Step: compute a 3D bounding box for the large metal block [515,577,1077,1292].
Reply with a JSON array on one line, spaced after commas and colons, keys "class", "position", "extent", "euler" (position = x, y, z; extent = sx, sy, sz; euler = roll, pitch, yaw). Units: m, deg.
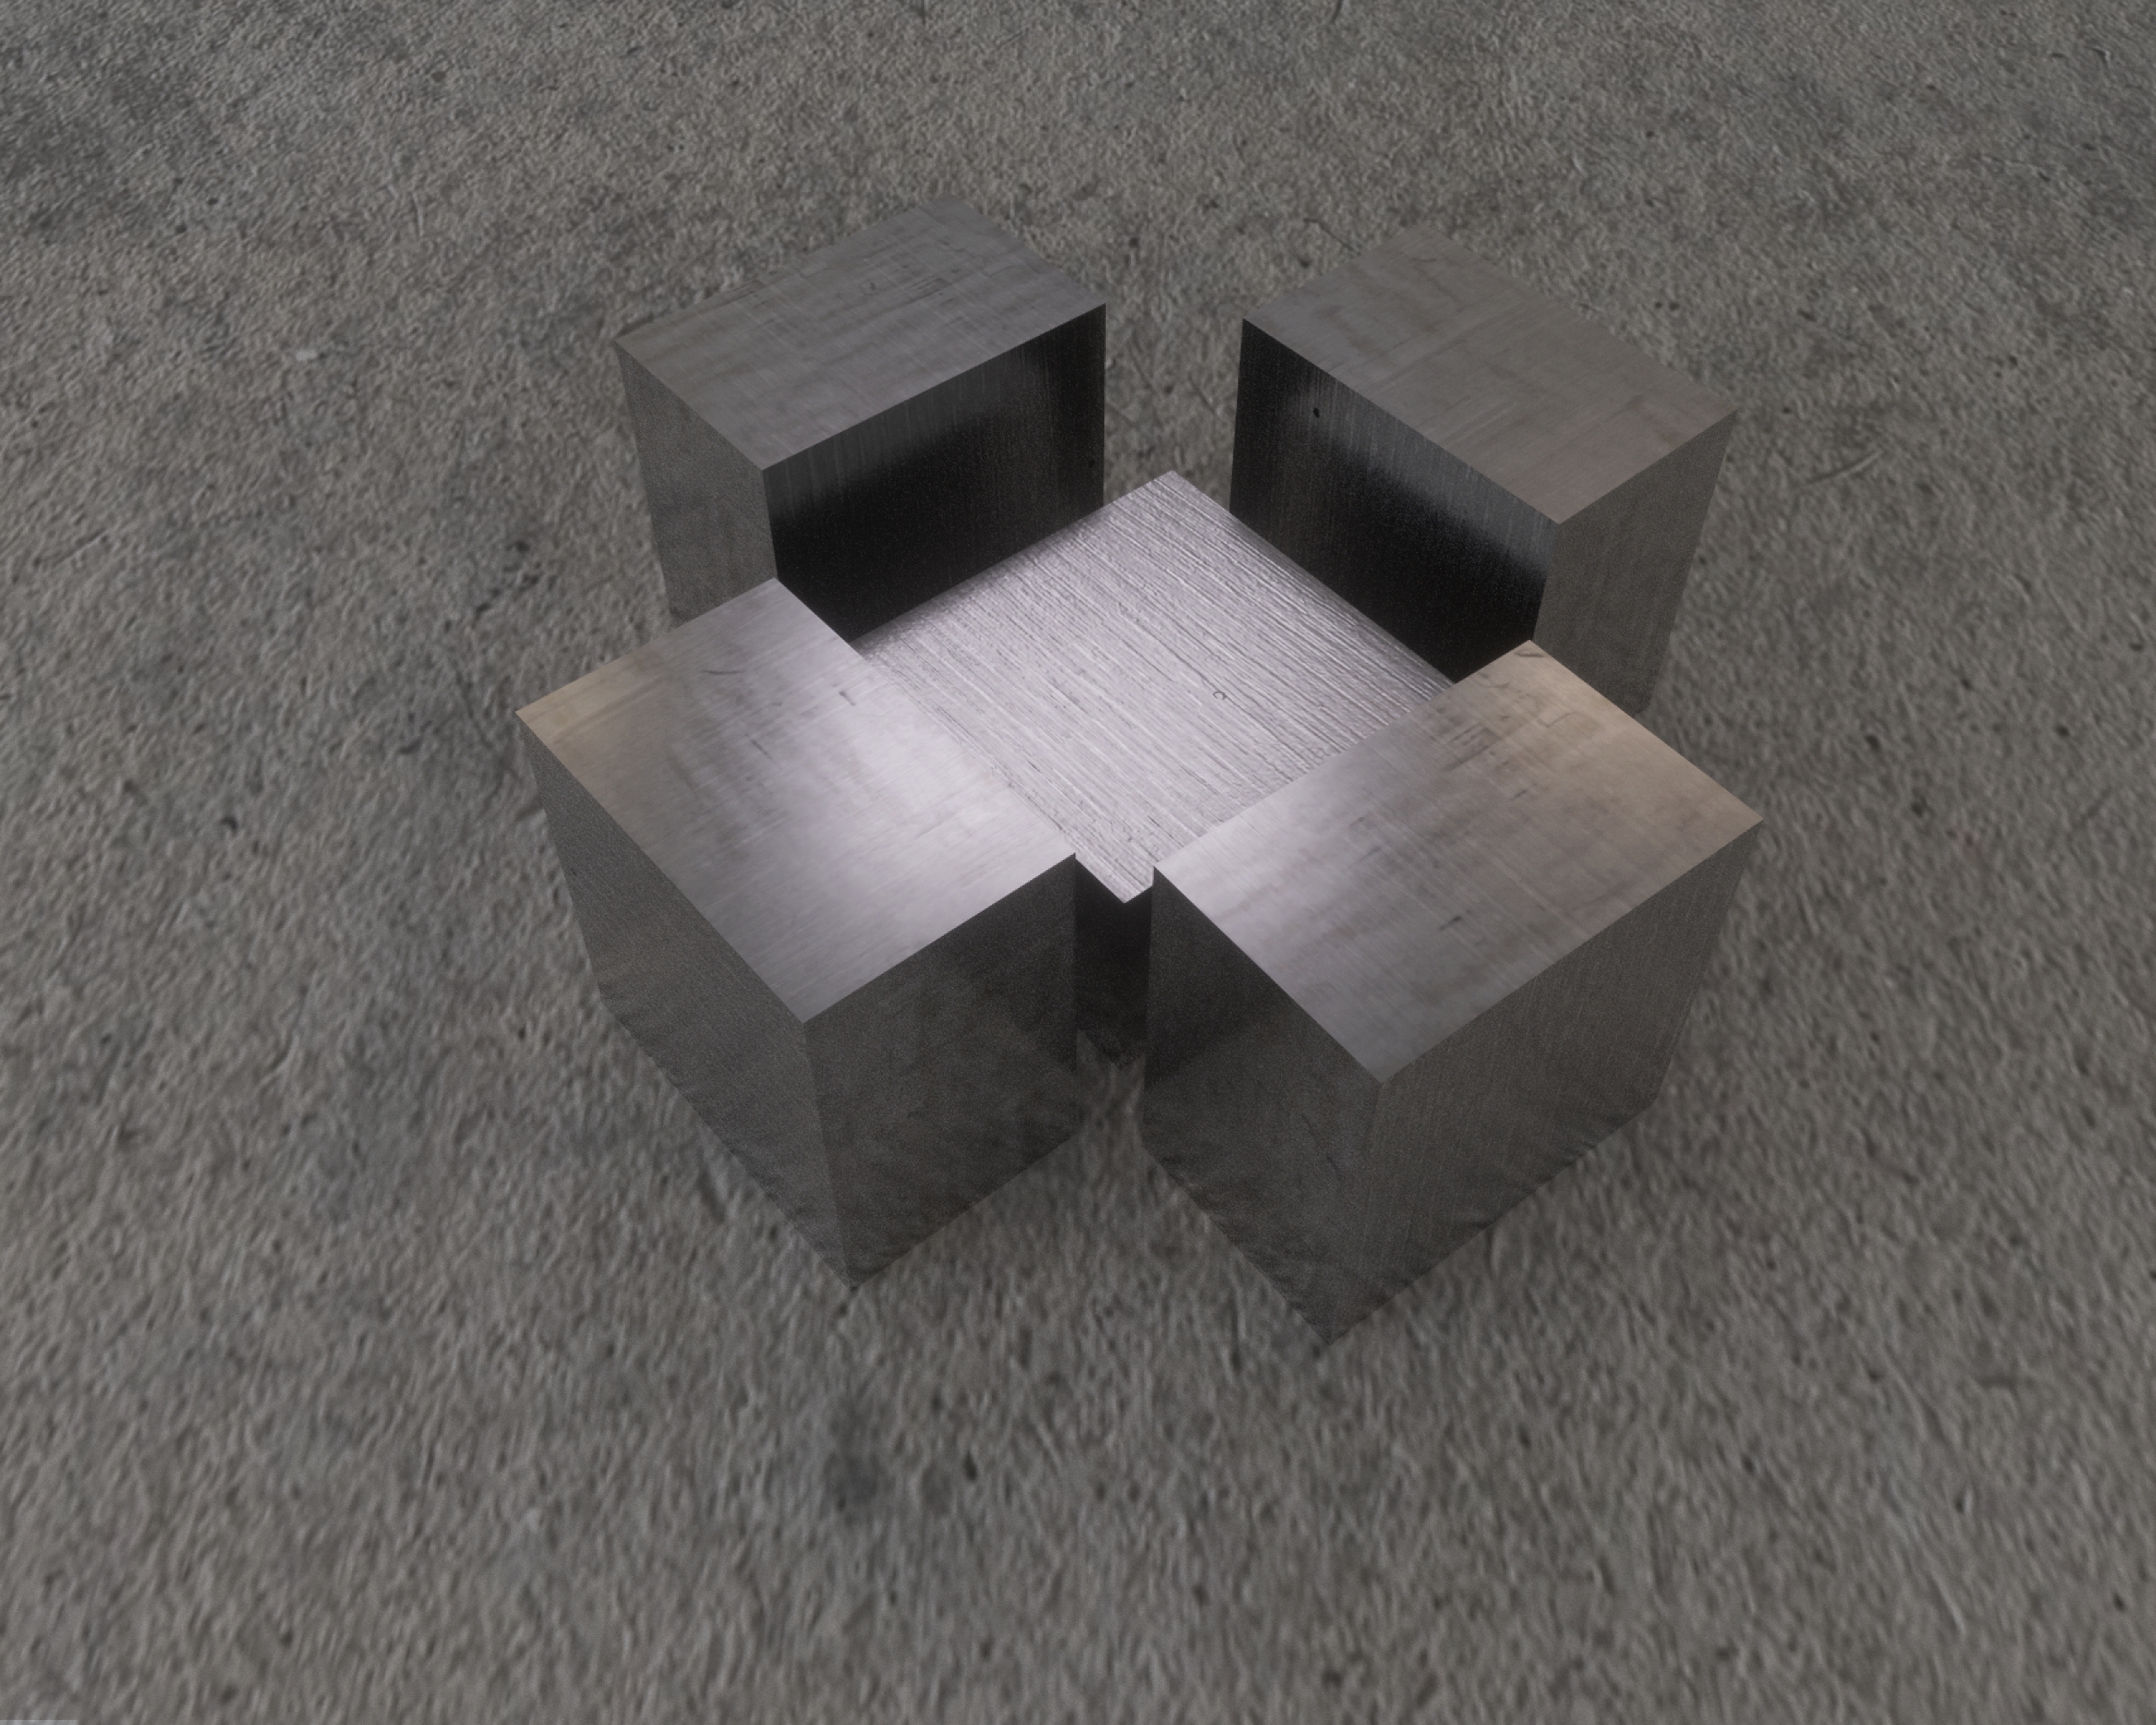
[{"class": "large metal block", "position": [-0.045, 0.012, 0.356], "extent": [0.050, 0.080, 0.080], "euler": [-33, 57, -24]}]

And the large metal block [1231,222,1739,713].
[{"class": "large metal block", "position": [0.077, -0.070, 0.426], "extent": [0.050, 0.080, 0.080], "euler": [-34, 58, -25]}]

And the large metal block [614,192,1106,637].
[{"class": "large metal block", "position": [-0.042, -0.079, 0.434], "extent": [0.081, 0.080, 0.050], "euler": [-32, 57, -24]}]

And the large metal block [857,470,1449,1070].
[{"class": "large metal block", "position": [0.013, -0.020, 0.404], "extent": [0.081, 0.050, 0.080], "euler": [-32, 57, -24]}]

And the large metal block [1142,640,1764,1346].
[{"class": "large metal block", "position": [0.059, 0.022, 0.349], "extent": [0.081, 0.080, 0.050], "euler": [-31, 57, -23]}]
